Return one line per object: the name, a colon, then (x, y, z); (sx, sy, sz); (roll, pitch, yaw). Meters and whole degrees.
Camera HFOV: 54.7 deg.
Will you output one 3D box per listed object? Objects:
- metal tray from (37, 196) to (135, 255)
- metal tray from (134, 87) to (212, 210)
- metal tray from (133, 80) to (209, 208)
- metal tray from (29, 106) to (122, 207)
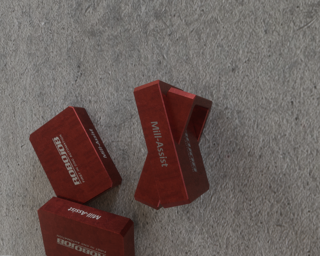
metal tray: (-0.100, 0.152, 0.424); (0.130, 0.030, 0.089); (10, 116, 19)
metal tray: (0.019, 0.022, 0.367); (0.030, 0.090, 0.129); (20, 97, 20)
metal tray: (0.017, 0.016, 0.355); (0.030, 0.090, 0.129); (-17, 83, 21)
metal tray: (-0.124, 0.045, 0.450); (0.090, 0.030, 0.130); (-33, 80, 17)
